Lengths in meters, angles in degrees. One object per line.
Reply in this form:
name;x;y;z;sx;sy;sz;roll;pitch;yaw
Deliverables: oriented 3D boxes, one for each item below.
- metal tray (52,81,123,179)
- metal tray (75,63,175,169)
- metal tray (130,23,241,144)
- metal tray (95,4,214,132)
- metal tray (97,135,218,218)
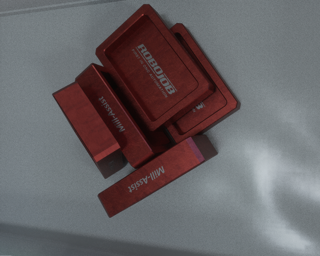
metal tray;-0.083;0.010;0.383;0.030;0.130;0.090;-33;78;-14
metal tray;-0.039;-0.015;0.386;0.030;0.090;0.130;-39;78;16
metal tray;0.029;-0.055;0.397;0.090;0.030;0.130;-36;78;17
metal tray;-0.008;-0.071;0.376;0.090;0.030;0.130;-38;78;16
metal tray;0.001;0.055;0.373;0.130;0.090;0.030;-34;79;16
